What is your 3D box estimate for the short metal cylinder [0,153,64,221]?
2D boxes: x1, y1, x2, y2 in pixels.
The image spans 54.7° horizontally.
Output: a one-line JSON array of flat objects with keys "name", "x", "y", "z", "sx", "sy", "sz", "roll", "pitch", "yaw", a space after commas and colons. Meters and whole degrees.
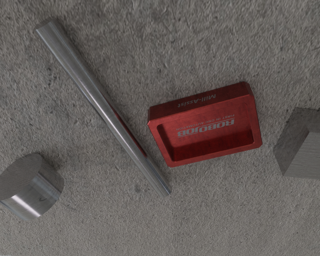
[{"name": "short metal cylinder", "x": -0.185, "y": 0.082, "z": 0.439, "sx": 0.080, "sy": 0.080, "sz": 0.050, "roll": -20, "pitch": 128, "yaw": 16}]

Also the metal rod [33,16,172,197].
[{"name": "metal rod", "x": -0.055, "y": -0.004, "z": 0.403, "sx": 0.025, "sy": 0.025, "sz": 0.299, "roll": -20, "pitch": 128, "yaw": 16}]

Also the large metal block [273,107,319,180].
[{"name": "large metal block", "x": 0.210, "y": 0.023, "z": 0.412, "sx": 0.081, "sy": 0.050, "sz": 0.079, "roll": 6, "pitch": 130, "yaw": -5}]

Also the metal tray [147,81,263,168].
[{"name": "metal tray", "x": 0.059, "y": -0.001, "z": 0.403, "sx": 0.130, "sy": 0.030, "sz": 0.090, "roll": -15, "pitch": 129, "yaw": 12}]
